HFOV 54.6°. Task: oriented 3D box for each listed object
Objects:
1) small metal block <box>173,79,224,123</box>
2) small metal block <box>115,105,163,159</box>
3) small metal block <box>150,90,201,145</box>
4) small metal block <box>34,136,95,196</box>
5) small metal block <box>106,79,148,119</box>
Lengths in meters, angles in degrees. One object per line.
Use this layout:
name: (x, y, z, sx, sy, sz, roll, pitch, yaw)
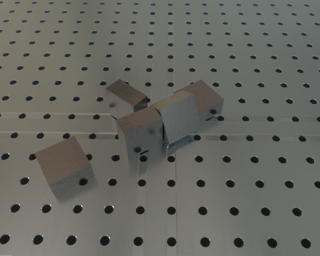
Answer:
small metal block: (0.053, -0.036, 0.439, 0.050, 0.025, 0.050, -27, 55, -21)
small metal block: (-0.025, 0.005, 0.387, 0.050, 0.050, 0.025, -24, 54, -18)
small metal block: (0.021, -0.014, 0.400, 0.050, 0.050, 0.025, -27, 29, -20)
small metal block: (-0.114, 0.044, 0.370, 0.050, 0.025, 0.050, -26, 55, -20)
small metal block: (-0.043, -0.030, 0.417, 0.050, 0.050, 0.025, 34, 58, 25)
